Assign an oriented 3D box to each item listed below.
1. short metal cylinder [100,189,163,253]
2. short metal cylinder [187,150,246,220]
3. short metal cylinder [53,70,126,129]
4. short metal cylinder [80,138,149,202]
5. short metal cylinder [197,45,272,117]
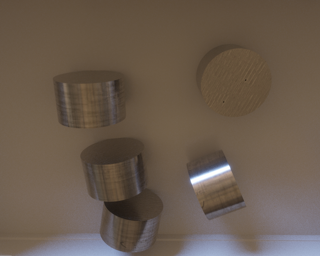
[{"bbox_3d":[-0.039,0.123,0.427,0.081,0.080,0.050,9,110,-4],"label":"short metal cylinder"},{"bbox_3d":[0.074,0.075,0.410,0.050,0.080,0.080,-23,109,8],"label":"short metal cylinder"},{"bbox_3d":[-0.082,-0.037,0.368,0.081,0.080,0.050,0,110,0],"label":"short metal cylinder"},{"bbox_3d":[-0.057,0.051,0.400,0.080,0.080,0.050,-5,110,2],"label":"short metal cylinder"},{"bbox_3d":[0.087,-0.059,0.377,0.081,0.050,0.079,0,110,0],"label":"short metal cylinder"}]
